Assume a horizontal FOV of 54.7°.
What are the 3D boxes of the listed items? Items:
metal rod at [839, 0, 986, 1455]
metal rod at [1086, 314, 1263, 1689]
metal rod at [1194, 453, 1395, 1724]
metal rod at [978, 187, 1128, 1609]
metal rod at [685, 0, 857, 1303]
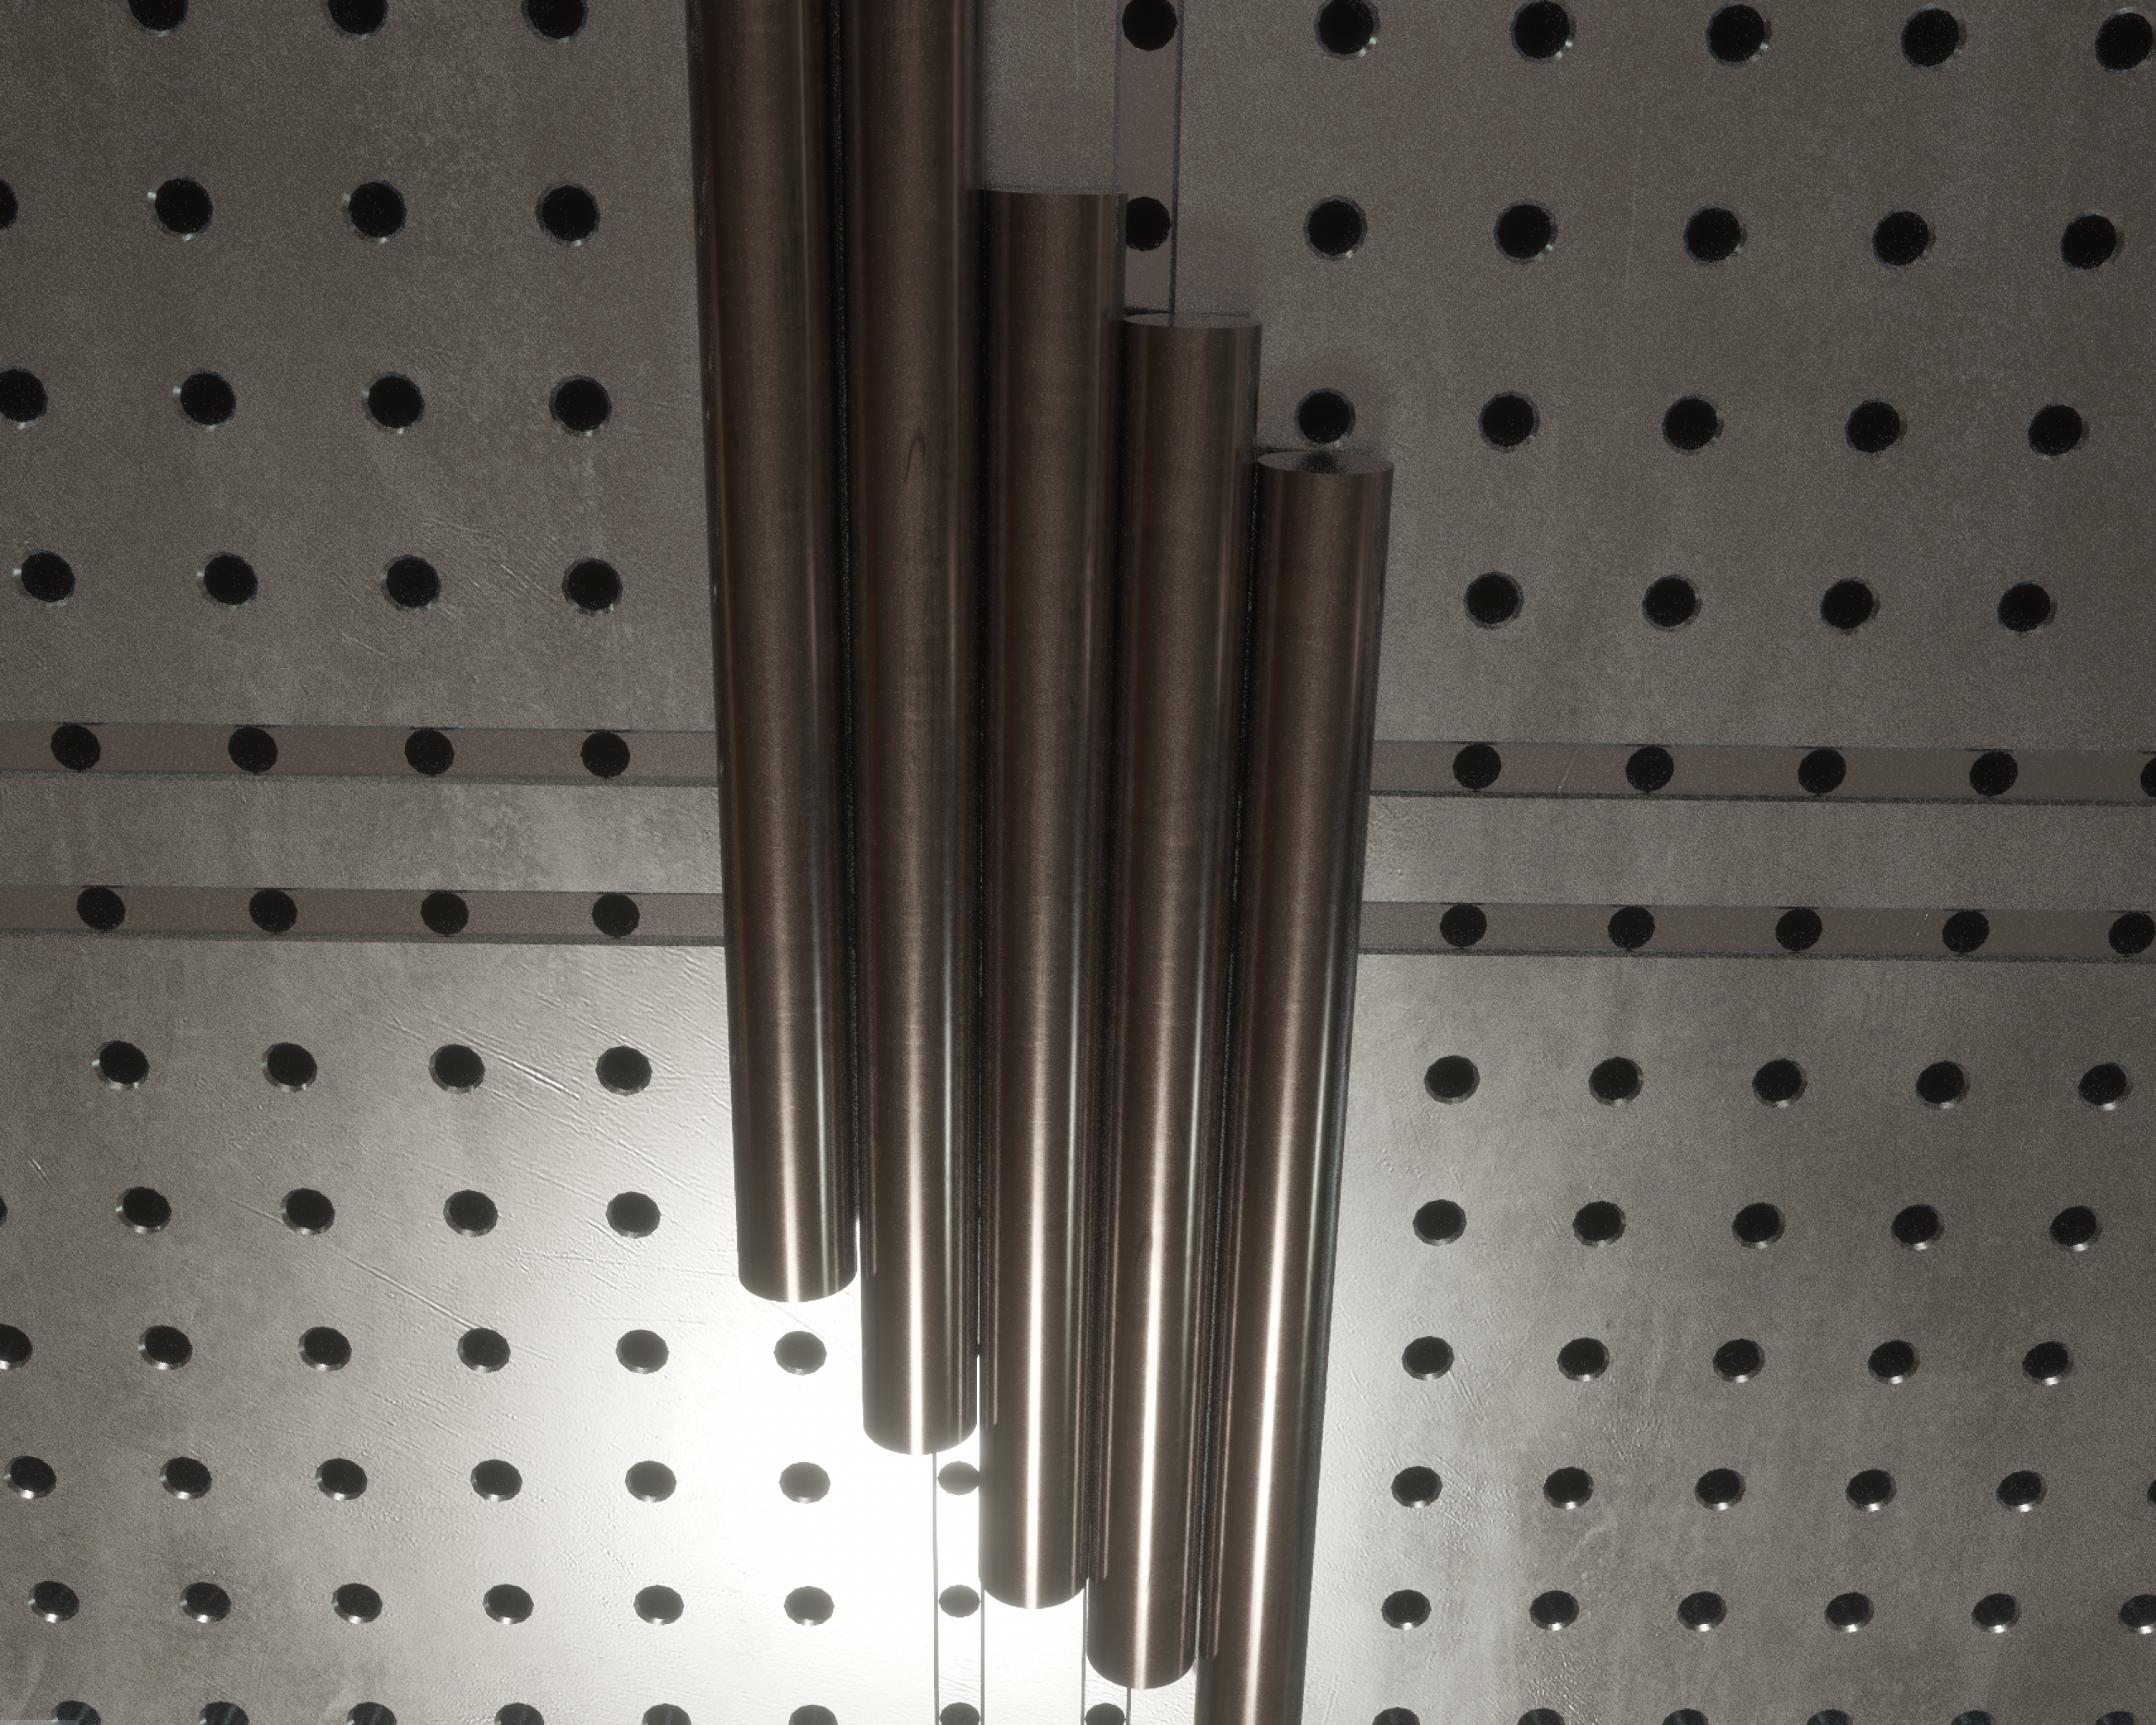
[{"bbox_3d":[-0.031,-0.017,0.406,0.025,0.025,0.298,1,110,-1],"label":"metal rod"},{"bbox_3d":[0.018,0.042,0.428,0.025,0.025,0.298,1,110,-1],"label":"metal rod"},{"bbox_3d":[0.043,0.066,0.437,0.025,0.025,0.298,1,110,-1],"label":"metal rod"},{"bbox_3d":[-0.007,0.021,0.420,0.025,0.025,0.298,1,110,-1],"label":"metal rod"},{"bbox_3d":[-0.057,-0.053,0.393,0.025,0.025,0.298,1,110,-1],"label":"metal rod"}]
